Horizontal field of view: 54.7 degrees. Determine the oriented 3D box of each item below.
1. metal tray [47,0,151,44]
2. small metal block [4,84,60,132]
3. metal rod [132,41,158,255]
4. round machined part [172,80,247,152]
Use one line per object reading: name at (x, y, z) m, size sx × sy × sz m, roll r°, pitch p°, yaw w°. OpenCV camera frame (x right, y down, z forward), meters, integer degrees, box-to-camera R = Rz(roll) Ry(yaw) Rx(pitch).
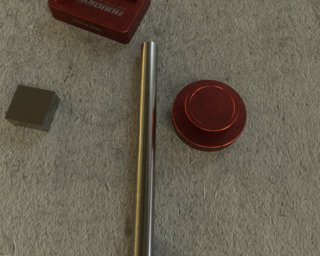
metal tray at (-0.090, -0.191, 0.474) m, size 0.131 × 0.030 × 0.090 m, roll 22°, pitch 71°, yaw 7°
small metal block at (-0.170, -0.026, 0.416) m, size 0.050 × 0.025 × 0.050 m, roll 11°, pitch 70°, yaw 4°
metal rod at (-0.018, 0.022, 0.399) m, size 0.025 × 0.025 × 0.299 m, roll 1°, pitch 70°, yaw 0°
round machined part at (0.065, -0.021, 0.408) m, size 0.099 × 0.042 × 0.098 m, roll 0°, pitch 70°, yaw -1°
